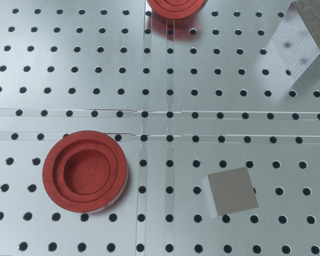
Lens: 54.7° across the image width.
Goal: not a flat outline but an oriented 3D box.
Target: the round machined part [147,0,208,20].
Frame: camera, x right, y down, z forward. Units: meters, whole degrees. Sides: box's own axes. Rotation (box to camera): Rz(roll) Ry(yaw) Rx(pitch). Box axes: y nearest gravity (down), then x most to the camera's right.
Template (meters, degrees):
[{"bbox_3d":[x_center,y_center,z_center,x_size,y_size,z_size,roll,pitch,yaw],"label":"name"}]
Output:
[{"bbox_3d":[0.028,-0.212,0.464,0.098,0.042,0.097,4,105,14],"label":"round machined part"}]

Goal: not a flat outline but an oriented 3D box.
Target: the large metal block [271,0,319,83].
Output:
[{"bbox_3d":[0.207,-0.121,0.428,0.050,0.080,0.080,-17,71,-6],"label":"large metal block"}]

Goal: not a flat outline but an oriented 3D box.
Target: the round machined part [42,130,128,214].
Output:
[{"bbox_3d":[-0.088,0.055,0.382,0.099,0.042,0.098,0,70,0],"label":"round machined part"}]

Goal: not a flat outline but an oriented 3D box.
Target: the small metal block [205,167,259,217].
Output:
[{"bbox_3d":[0.087,0.079,0.383,0.050,0.025,0.050,-11,70,-4],"label":"small metal block"}]
